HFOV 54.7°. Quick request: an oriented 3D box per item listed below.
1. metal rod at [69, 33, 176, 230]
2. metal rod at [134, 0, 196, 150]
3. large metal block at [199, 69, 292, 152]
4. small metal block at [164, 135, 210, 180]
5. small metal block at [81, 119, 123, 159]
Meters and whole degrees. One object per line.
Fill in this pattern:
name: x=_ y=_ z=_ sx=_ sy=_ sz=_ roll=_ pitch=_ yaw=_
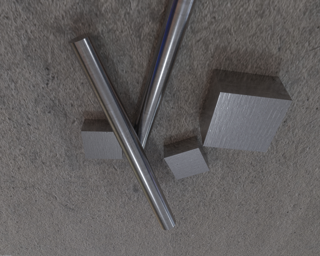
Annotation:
metal rod: x=-0.035 y=0.026 z=0.396 sx=0.025 sy=0.025 sz=0.299 roll=-15 pitch=121 yaw=12
metal rod: x=0.002 y=-0.069 z=0.348 sx=0.025 sy=0.025 sz=0.298 roll=12 pitch=129 yaw=-10
large metal block: x=0.098 y=-0.020 z=0.375 sx=0.081 sy=0.050 sz=0.079 roll=6 pitch=130 yaw=-6
small metal block: x=0.038 y=0.043 z=0.445 sx=0.050 sy=0.025 sz=0.050 roll=-18 pitch=128 yaw=14
small metal block: x=-0.076 y=0.015 z=0.419 sx=0.050 sy=0.025 sz=0.050 roll=1 pitch=130 yaw=-2
